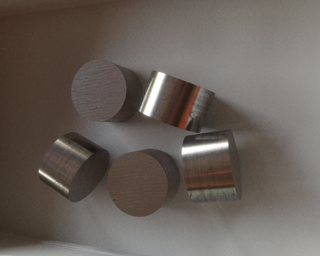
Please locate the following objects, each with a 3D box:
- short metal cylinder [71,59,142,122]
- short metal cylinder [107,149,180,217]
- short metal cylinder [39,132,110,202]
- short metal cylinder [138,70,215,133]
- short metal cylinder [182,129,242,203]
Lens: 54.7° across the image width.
[{"bbox_3d":[-0.071,-0.048,0.419,0.080,0.050,0.079,0,90,19],"label":"short metal cylinder"},{"bbox_3d":[-0.020,0.068,0.402,0.080,0.050,0.079,0,90,19],"label":"short metal cylinder"},{"bbox_3d":[-0.113,0.052,0.417,0.050,0.080,0.080,29,99,17],"label":"short metal cylinder"},{"bbox_3d":[0.020,-0.032,0.373,0.080,0.080,0.050,23,98,18],"label":"short metal cylinder"},{"bbox_3d":[0.062,0.044,0.357,0.050,0.080,0.080,-10,87,19],"label":"short metal cylinder"}]
